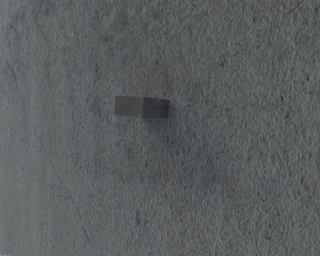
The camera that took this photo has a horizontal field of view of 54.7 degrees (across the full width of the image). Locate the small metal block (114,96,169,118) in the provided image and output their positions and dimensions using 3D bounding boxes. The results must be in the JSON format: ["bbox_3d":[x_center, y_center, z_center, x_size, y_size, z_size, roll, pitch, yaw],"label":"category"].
[{"bbox_3d":[-0.024,-0.027,0.407,0.050,0.050,0.025,7,95,39],"label":"small metal block"}]
